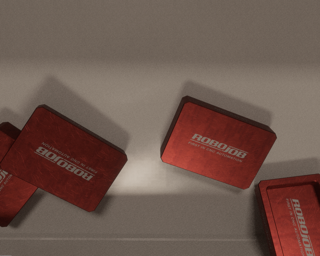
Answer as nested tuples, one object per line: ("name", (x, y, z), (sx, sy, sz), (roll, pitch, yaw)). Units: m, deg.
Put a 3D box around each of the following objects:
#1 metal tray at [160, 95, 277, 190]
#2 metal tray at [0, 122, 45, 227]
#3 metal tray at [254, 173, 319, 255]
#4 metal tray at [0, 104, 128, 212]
("metal tray", (0.076, 0.021, 0.418), (0.131, 0.030, 0.089), (20, 109, -8))
("metal tray", (-0.216, 0.067, 0.430), (0.090, 0.030, 0.130), (38, 105, -13))
("metal tray", (0.188, 0.132, 0.414), (0.091, 0.130, 0.030), (-7, 153, 2))
("metal tray", (-0.120, 0.040, 0.401), (0.130, 0.030, 0.090), (33, 90, -18))
